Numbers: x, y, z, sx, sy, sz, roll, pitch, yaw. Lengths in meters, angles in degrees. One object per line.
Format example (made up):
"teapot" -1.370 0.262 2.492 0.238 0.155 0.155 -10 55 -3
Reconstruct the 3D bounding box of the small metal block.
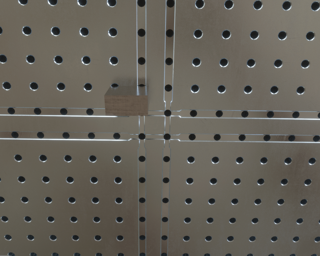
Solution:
"small metal block" -0.040 -0.035 0.387 0.050 0.050 0.025 0 110 -1
